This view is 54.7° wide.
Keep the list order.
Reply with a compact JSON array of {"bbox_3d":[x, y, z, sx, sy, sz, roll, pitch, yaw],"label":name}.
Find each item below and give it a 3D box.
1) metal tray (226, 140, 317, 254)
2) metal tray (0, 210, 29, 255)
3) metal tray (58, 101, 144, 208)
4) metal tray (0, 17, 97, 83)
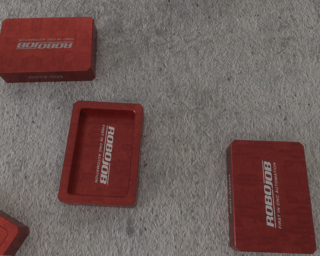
[{"bbox_3d":[0.131,0.082,0.376,0.091,0.030,0.130,2,70,0],"label":"metal tray"},{"bbox_3d":[-0.226,0.151,0.348,0.090,0.030,0.130,27,72,9],"label":"metal tray"},{"bbox_3d":[-0.070,0.032,0.392,0.091,0.030,0.130,3,70,1],"label":"metal tray"},{"bbox_3d":[-0.160,-0.113,0.445,0.131,0.030,0.090,-2,70,-1],"label":"metal tray"}]
